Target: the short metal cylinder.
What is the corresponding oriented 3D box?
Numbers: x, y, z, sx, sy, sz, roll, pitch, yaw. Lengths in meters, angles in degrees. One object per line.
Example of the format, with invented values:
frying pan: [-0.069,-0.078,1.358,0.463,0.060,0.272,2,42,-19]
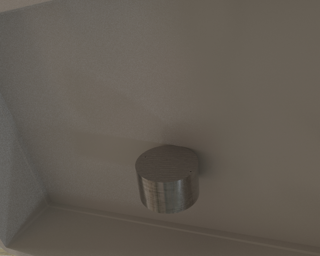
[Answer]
short metal cylinder: [0.011,0.065,0.407,0.080,0.080,0.050,8,122,23]
